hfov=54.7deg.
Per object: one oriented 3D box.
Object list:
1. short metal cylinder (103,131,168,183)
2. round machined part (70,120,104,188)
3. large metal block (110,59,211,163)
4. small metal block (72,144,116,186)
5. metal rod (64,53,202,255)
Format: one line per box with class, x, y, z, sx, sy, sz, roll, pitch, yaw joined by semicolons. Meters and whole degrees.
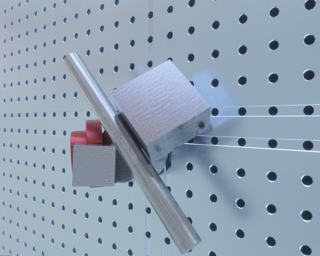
short metal cylinder;-0.036;0.031;0.418;0.080;0.050;0.079;0;90;40
round machined part;-0.104;0.037;0.446;0.098;0.042;0.097;177;89;-78
large metal block;0.001;-0.020;0.359;0.080;0.050;0.080;-31;63;-11
small metal block;-0.082;0.046;0.388;0.025;0.050;0.050;-166;78;-80
metal rod;-0.047;0.012;0.378;0.025;0.025;0.300;-51;61;28
